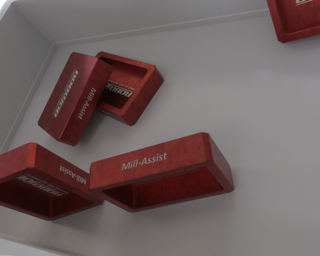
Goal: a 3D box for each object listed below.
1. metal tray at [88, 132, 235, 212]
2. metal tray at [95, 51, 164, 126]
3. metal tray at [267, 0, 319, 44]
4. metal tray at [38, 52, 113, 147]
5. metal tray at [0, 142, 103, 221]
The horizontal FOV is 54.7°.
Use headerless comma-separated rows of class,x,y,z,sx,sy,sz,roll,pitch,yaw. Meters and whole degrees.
metal tray,0.003,0.053,0.329,0.130,0.090,0.030,-17,55,18
metal tray,-0.070,-0.065,0.478,0.130,0.030,0.090,23,74,36
metal tray,0.189,-0.155,0.342,0.130,0.090,0.030,-6,30,38
metal tray,-0.131,-0.047,0.471,0.090,0.030,0.130,24,88,47
metal tray,-0.140,0.070,0.369,0.090,0.130,0.030,-21,54,16
